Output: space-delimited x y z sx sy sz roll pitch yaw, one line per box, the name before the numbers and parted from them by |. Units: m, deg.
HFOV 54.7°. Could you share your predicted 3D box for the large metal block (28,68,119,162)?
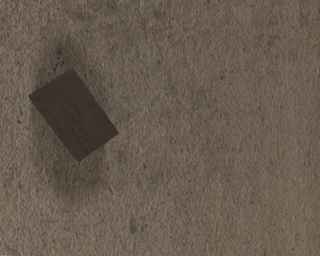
large metal block | -0.097 -0.013 0.344 0.050 0.080 0.080 -37 102 -16
